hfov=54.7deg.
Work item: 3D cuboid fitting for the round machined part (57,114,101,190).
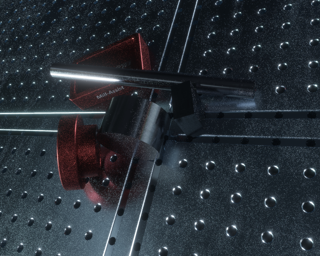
[{"bbox_3d":[-0.101,0.030,0.402,0.042,0.097,0.098,-3,56,-6],"label":"round machined part"}]

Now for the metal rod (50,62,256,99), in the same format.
[{"bbox_3d":[-0.024,-0.069,0.430,0.301,0.025,0.025,9,66,21],"label":"metal rod"}]

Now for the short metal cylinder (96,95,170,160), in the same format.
[{"bbox_3d":[-0.033,0.002,0.388,0.080,0.080,0.050,3,63,29],"label":"short metal cylinder"}]

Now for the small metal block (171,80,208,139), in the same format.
[{"bbox_3d":[0.036,-0.022,0.386,0.025,0.050,0.050,-16,56,19],"label":"small metal block"}]

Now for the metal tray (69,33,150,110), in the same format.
[{"bbox_3d":[-0.082,-0.091,0.501,0.130,0.030,0.090,-19,54,16],"label":"metal tray"}]
